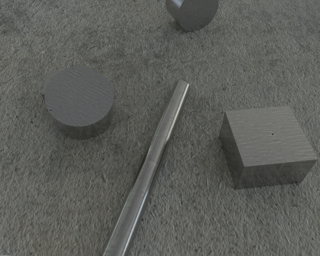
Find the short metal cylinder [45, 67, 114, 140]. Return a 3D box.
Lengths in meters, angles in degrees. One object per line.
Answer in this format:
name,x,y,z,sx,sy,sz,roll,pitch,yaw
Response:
short metal cylinder,-0.100,-0.031,0.395,0.081,0.050,0.080,3,69,-8

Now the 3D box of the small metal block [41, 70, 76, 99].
small metal block,-0.139,-0.059,0.451,0.050,0.025,0.050,-3,50,-3

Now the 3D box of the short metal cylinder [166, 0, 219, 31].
short metal cylinder,0.057,-0.222,0.555,0.081,0.080,0.050,-19,53,-16

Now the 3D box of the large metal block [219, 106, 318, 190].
large metal block,0.123,0.022,0.370,0.081,0.050,0.080,-5,50,-5

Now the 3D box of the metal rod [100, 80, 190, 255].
metal rod,-0.013,0.049,0.361,0.025,0.025,0.300,14,51,11
